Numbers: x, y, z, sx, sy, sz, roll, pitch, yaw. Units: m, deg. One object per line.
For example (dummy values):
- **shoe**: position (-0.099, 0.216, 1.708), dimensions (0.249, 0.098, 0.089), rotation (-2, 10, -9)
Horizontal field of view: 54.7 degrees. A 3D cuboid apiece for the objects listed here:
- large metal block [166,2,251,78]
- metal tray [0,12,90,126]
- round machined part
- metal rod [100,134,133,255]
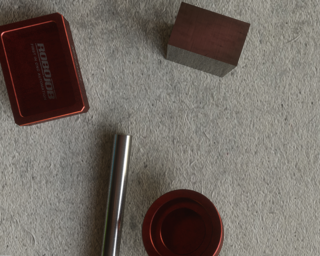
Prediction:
- **large metal block**: position (0.055, -0.104, 0.383), dimensions (0.080, 0.080, 0.050), rotation (18, 90, 0)
- **metal tray**: position (-0.153, -0.075, 0.406), dimensions (0.091, 0.030, 0.129), rotation (-14, 90, 0)
- **round machined part**: position (0.031, 0.130, 0.387), dimensions (0.098, 0.042, 0.098), rotation (-8, 59, 14)
- **metal rod**: position (-0.065, 0.157, 0.409), dimensions (0.025, 0.025, 0.298), rotation (6, 90, 0)
